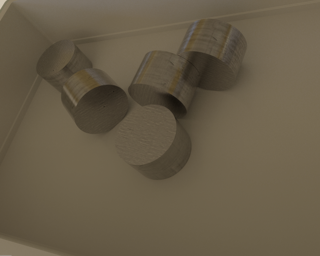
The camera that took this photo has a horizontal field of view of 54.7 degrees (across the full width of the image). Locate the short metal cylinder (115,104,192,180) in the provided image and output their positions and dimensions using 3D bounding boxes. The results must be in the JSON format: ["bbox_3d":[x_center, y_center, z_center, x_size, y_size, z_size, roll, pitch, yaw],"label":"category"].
[{"bbox_3d":[-0.007,0.018,0.383,0.080,0.050,0.080,-13,56,21],"label":"short metal cylinder"}]

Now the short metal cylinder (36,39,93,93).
[{"bbox_3d":[-0.167,-0.108,0.544,0.080,0.050,0.080,-13,56,21],"label":"short metal cylinder"}]

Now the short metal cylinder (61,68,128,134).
[{"bbox_3d":[-0.093,-0.038,0.443,0.080,0.080,0.050,-43,51,-1],"label":"short metal cylinder"}]

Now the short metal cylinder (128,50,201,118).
[{"bbox_3d":[0.006,-0.055,0.401,0.080,0.080,0.050,11,68,33],"label":"short metal cylinder"}]

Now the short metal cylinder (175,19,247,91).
[{"bbox_3d":[0.063,-0.090,0.393,0.080,0.080,0.050,10,67,32],"label":"short metal cylinder"}]
